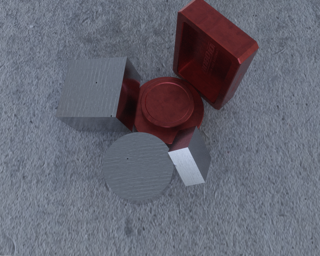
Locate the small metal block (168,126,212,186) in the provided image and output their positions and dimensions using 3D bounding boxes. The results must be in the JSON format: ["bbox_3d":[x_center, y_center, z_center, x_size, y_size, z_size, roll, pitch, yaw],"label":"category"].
[{"bbox_3d":[0.037,0.033,0.373,0.025,0.050,0.050,-17,112,26],"label":"small metal block"}]

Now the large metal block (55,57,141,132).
[{"bbox_3d":[-0.076,-0.041,0.397,0.080,0.050,0.080,1,69,18],"label":"large metal block"}]

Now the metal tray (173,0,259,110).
[{"bbox_3d":[0.060,-0.084,0.384,0.030,0.130,0.090,-43,76,-14],"label":"metal tray"}]

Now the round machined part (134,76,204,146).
[{"bbox_3d":[0.009,-0.026,0.411,0.099,0.042,0.098,0,70,-1],"label":"round machined part"}]

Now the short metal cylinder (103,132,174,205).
[{"bbox_3d":[-0.025,0.051,0.378,0.081,0.050,0.080,0,70,0],"label":"short metal cylinder"}]
